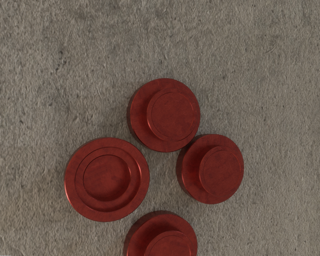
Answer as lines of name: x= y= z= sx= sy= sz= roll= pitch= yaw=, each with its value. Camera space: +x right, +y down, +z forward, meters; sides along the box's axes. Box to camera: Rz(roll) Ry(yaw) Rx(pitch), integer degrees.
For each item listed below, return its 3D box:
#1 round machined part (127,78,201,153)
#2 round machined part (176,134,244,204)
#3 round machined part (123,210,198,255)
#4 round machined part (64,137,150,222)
round machined part: x=0.009 y=-0.017 z=0.403 sx=0.099 sy=0.042 sz=0.097 roll=0 pitch=90 yaw=-20
round machined part: x=0.076 y=0.057 z=0.428 sx=0.099 sy=0.042 sz=0.097 roll=0 pitch=90 yaw=-20
round machined part: x=0.005 y=0.161 z=0.402 sx=0.099 sy=0.042 sz=0.097 roll=0 pitch=90 yaw=-20
round machined part: x=-0.065 y=0.060 z=0.376 sx=0.099 sy=0.042 sz=0.097 roll=0 pitch=90 yaw=-20
